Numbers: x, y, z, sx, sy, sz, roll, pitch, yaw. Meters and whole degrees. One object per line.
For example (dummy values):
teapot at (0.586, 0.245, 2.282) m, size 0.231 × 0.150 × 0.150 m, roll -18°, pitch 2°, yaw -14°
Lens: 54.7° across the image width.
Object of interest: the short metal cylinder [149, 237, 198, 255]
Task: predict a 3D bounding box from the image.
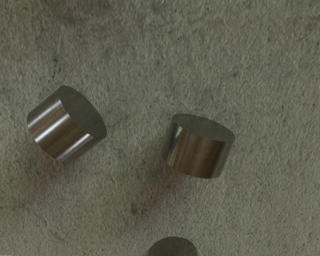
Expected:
short metal cylinder at (0.022, 0.217, 0.477) m, size 0.081 × 0.050 × 0.079 m, roll 0°, pitch 110°, yaw -1°

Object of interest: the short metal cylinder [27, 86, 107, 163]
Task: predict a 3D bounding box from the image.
short metal cylinder at (-0.111, -0.005, 0.377) m, size 0.050 × 0.080 × 0.080 m, roll -37°, pitch 106°, yaw 12°

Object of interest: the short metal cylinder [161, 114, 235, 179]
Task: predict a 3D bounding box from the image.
short metal cylinder at (0.047, 0.021, 0.389) m, size 0.081 × 0.080 × 0.050 m, roll 15°, pitch 109°, yaw -6°
